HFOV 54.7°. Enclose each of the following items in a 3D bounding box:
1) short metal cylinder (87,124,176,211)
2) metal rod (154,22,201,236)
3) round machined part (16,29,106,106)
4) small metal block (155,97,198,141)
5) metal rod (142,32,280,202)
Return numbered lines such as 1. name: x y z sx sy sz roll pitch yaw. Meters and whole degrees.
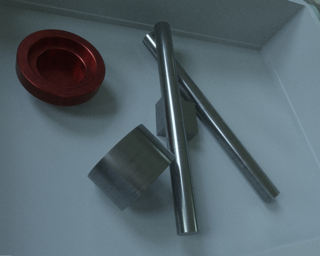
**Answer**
1. short metal cylinder: -0.030 0.041 0.330 0.050 0.080 0.080 45 51 2
2. metal rod: 0.017 -0.020 0.396 0.025 0.025 0.299 8 59 -24
3. round machined part: -0.119 -0.067 0.372 0.099 0.042 0.098 14 56 -21
4. small metal block: 0.022 -0.013 0.427 0.050 0.025 0.050 11 57 -23
5. metal rod: 0.070 -0.022 0.458 0.025 0.025 0.299 -29 78 -38
